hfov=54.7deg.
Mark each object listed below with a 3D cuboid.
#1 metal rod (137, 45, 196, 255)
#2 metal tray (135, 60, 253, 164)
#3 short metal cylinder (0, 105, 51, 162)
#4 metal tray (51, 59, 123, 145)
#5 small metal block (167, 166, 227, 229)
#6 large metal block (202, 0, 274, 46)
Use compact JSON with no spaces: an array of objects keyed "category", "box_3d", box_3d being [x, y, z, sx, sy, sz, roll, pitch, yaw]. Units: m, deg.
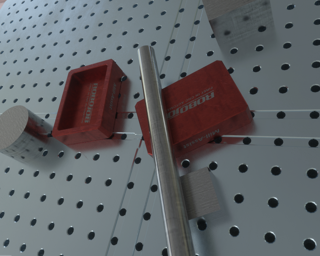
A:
[{"category":"metal rod","box_3d":[0.001,0.012,0.360,0.025,0.025,0.299,-21,54,16]},{"category":"metal tray","box_3d":[0.038,-0.021,0.398,0.130,0.030,0.090,-27,52,11]},{"category":"short metal cylinder","box_3d":[-0.228,0.010,0.506,0.080,0.050,0.080,-13,56,21]},{"category":"metal tray","box_3d":[-0.113,-0.042,0.490,0.090,0.030,0.130,-9,57,23]},{"category":"small metal block","box_3d":[0.039,0.077,0.340,0.050,0.025,0.050,-23,53,14]},{"category":"large metal block","box_3d":[0.107,-0.177,0.445,0.080,0.050,0.080,-19,54,17]}]
